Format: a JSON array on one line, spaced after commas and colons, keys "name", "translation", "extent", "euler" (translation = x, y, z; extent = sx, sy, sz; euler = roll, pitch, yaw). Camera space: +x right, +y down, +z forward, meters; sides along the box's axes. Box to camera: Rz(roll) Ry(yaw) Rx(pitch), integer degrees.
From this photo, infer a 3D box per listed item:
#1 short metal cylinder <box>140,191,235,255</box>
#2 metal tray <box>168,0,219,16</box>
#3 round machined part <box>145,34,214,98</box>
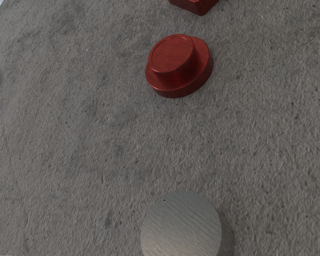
[{"name": "short metal cylinder", "translation": [0.028, 0.109, 0.306], "extent": [0.080, 0.050, 0.080], "euler": [-13, 56, 21]}, {"name": "metal tray", "translation": [0.080, -0.252, 0.513], "extent": [0.130, 0.030, 0.090], "euler": [-46, 51, -4]}, {"name": "round machined part", "translation": [0.022, -0.094, 0.439], "extent": [0.098, 0.042, 0.098], "euler": [-13, 56, 21]}]
